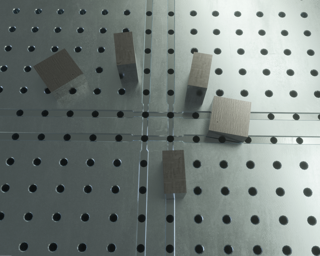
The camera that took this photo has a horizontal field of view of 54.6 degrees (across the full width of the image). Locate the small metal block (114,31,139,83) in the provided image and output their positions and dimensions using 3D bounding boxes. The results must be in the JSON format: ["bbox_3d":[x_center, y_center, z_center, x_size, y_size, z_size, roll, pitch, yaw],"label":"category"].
[{"bbox_3d":[-0.047,-0.098,0.434,0.025,0.050,0.050,-7,70,-2],"label":"small metal block"}]

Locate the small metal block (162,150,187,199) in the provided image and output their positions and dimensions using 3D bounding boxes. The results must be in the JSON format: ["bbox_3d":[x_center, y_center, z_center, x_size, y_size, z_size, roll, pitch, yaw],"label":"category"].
[{"bbox_3d":[0.016,0.058,0.378,0.025,0.050,0.050,-2,70,-1],"label":"small metal block"}]

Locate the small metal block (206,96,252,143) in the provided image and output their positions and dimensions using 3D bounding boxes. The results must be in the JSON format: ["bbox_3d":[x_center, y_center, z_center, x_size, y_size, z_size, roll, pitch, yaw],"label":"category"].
[{"bbox_3d":[0.092,-0.012,0.417,0.050,0.025,0.050,10,70,4],"label":"small metal block"}]

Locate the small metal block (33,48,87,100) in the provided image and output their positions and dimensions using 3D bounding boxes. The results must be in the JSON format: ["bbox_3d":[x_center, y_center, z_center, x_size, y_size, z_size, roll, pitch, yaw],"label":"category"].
[{"bbox_3d":[-0.141,-0.076,0.439,0.050,0.025,0.050,-35,74,-12],"label":"small metal block"}]

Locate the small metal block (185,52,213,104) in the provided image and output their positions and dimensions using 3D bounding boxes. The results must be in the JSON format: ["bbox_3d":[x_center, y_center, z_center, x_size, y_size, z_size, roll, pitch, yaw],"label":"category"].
[{"bbox_3d":[0.052,-0.067,0.423,0.025,0.050,0.050,10,70,4],"label":"small metal block"}]
